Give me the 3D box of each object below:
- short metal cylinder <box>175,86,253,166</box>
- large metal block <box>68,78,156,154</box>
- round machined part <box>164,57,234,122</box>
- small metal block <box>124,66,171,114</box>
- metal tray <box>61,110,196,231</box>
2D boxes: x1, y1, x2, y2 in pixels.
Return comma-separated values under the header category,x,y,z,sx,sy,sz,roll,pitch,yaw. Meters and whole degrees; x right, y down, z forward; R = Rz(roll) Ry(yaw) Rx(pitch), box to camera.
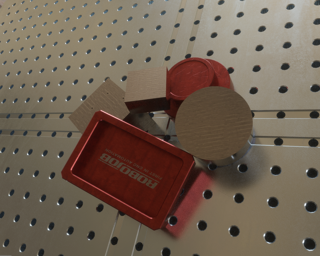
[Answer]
category,x,y,z,sx,sy,sz,roll,pitch,yaw
short metal cylinder,0.062,0.000,0.345,0.080,0.050,0.080,-4,75,16
large metal block,-0.068,-0.011,0.435,0.080,0.050,0.080,-46,51,-4
round machined part,0.043,-0.054,0.407,0.098,0.042,0.098,-13,56,21
small metal block,-0.014,-0.047,0.385,0.050,0.025,0.050,-6,55,12
metal tray,-0.036,0.046,0.359,0.130,0.030,0.090,26,82,14
